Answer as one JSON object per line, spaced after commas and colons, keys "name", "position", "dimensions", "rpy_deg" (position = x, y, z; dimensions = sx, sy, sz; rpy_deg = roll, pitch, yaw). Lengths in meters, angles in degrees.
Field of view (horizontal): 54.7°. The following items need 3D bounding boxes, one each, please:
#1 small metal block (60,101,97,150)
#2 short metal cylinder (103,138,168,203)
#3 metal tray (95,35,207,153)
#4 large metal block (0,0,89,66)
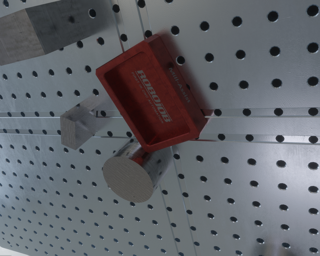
{"name": "small metal block", "position": [-0.119, -0.004, 0.455], "dimensions": [0.025, 0.050, 0.050], "rpy_deg": [21, 127, 15]}
{"name": "short metal cylinder", "position": [-0.035, 0.061, 0.452], "dimensions": [0.080, 0.050, 0.079], "rpy_deg": [13, 124, 21]}
{"name": "metal tray", "position": [-0.011, -0.038, 0.390], "dimensions": [0.090, 0.030, 0.130], "rpy_deg": [-21, 108, 36]}
{"name": "large metal block", "position": [-0.151, -0.119, 0.382], "dimensions": [0.080, 0.080, 0.050], "rpy_deg": [-4, 117, 30]}
